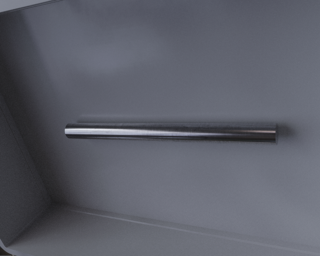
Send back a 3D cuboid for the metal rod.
[{"bbox_3d":[-0.004,0.006,0.410,0.301,0.025,0.025,1,119,27],"label":"metal rod"}]
